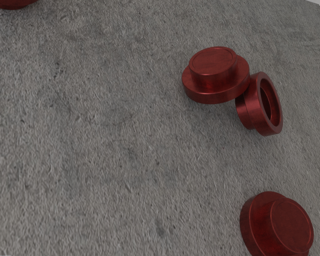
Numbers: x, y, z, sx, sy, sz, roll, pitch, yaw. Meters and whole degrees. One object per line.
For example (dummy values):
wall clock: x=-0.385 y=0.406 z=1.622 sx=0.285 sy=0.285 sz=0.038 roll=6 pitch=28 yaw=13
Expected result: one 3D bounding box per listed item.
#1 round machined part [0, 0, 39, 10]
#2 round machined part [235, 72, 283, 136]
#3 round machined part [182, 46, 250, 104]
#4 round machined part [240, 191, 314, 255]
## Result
round machined part: x=-0.202 y=-0.194 z=0.402 sx=0.099 sy=0.042 sz=0.098 roll=14 pitch=56 yaw=-21
round machined part: x=0.150 y=-0.034 z=0.478 sx=0.098 sy=0.042 sz=0.098 roll=24 pitch=59 yaw=-46
round machined part: x=0.079 y=-0.083 z=0.451 sx=0.098 sy=0.042 sz=0.098 roll=-11 pitch=44 yaw=11
round machined part: x=0.156 y=0.128 z=0.398 sx=0.099 sy=0.042 sz=0.098 roll=14 pitch=56 yaw=-21
